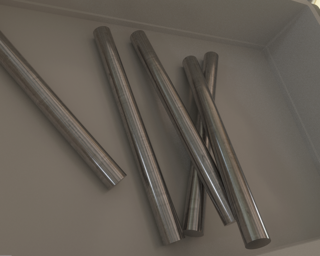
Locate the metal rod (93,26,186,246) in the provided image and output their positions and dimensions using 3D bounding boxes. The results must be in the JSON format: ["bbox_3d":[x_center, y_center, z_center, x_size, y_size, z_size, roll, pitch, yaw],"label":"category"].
[{"bbox_3d":[-0.034,-0.006,0.390,0.025,0.025,0.299,-7,65,-32],"label":"metal rod"}]

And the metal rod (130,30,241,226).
[{"bbox_3d":[0.024,-0.018,0.408,0.025,0.025,0.299,-8,59,-32],"label":"metal rod"}]

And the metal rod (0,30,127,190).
[{"bbox_3d":[-0.146,-0.050,0.357,0.300,0.025,0.025,48,51,5],"label":"metal rod"}]

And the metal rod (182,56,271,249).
[{"bbox_3d":[0.071,0.002,0.395,0.025,0.025,0.300,11,43,-23],"label":"metal rod"}]

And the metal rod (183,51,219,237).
[{"bbox_3d":[0.062,0.000,0.438,0.025,0.025,0.300,23,53,-15],"label":"metal rod"}]
